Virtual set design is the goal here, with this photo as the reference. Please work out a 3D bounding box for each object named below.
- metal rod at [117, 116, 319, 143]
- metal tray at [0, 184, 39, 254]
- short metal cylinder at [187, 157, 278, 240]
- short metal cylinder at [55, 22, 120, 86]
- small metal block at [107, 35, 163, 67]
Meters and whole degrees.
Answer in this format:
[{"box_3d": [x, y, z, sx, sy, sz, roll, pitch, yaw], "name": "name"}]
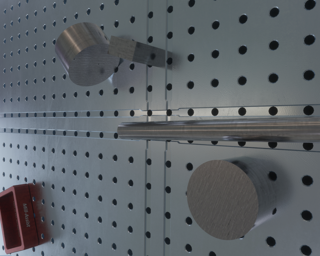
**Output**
[{"box_3d": [0.063, 0.003, 0.357, 0.300, 0.025, 0.025, -1, 90, 40], "name": "metal rod"}, {"box_3d": [-0.303, 0.193, 0.656, 0.090, 0.030, 0.129, -26, 74, 37], "name": "metal tray"}, {"box_3d": [0.076, 0.072, 0.330, 0.080, 0.050, 0.079, 0, 90, 40], "name": "short metal cylinder"}, {"box_3d": [-0.108, -0.109, 0.462, 0.080, 0.081, 0.050, -50, 61, 28], "name": "short metal cylinder"}, {"box_3d": [-0.034, -0.104, 0.421, 0.050, 0.050, 0.025, 24, 106, 37], "name": "small metal block"}]
